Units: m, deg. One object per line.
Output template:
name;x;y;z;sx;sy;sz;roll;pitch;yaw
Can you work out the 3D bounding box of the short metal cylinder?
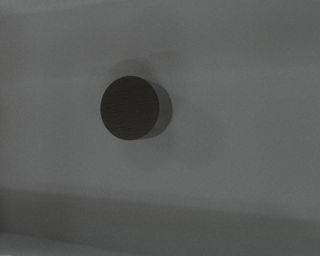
short metal cylinder;-0.030;-0.025;0.406;0.080;0.050;0.080;0;90;20
